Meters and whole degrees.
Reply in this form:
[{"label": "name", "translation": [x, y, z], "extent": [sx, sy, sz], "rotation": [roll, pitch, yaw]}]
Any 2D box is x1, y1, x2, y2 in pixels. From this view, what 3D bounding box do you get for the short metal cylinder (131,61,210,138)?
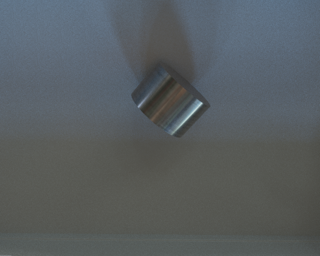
[{"label": "short metal cylinder", "translation": [0.013, -0.034, 0.369], "extent": [0.080, 0.080, 0.050], "rotation": [38, 106, -13]}]
